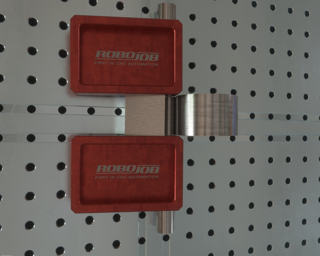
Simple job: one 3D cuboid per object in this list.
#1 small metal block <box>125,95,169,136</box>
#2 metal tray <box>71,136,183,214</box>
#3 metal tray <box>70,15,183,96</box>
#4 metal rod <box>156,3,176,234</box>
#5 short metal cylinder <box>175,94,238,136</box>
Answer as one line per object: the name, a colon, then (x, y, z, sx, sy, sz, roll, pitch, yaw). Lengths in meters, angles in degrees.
small metal block: (-0.016, -0.016, 0.392, 0.050, 0.025, 0.050, 1, 90, 11)
metal tray: (-0.039, 0.054, 0.377, 0.131, 0.030, 0.089, 0, 90, -8)
metal tray: (-0.040, -0.085, 0.377, 0.131, 0.030, 0.089, 0, 90, -8)
metal rod: (0.008, -0.013, 0.411, 0.025, 0.025, 0.298, 0, 90, -20)
short metal cylinder: (0.060, -0.016, 0.402, 0.081, 0.080, 0.050, 0, 90, -20)
